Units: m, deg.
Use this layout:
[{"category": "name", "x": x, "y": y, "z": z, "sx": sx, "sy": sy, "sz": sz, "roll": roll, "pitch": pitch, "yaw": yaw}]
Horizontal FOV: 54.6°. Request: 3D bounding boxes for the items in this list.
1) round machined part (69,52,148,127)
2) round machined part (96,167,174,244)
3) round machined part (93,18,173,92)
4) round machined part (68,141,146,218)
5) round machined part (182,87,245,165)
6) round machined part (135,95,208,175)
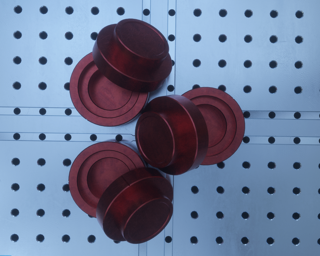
[{"category": "round machined part", "x": -0.063, "y": -0.050, "z": 0.403, "sx": 0.099, "sy": 0.042, "sz": 0.097, "roll": 0, "pitch": 90, "yaw": 0}, {"category": "round machined part", "x": -0.023, "y": 0.100, "z": 0.376, "sx": 0.099, "sy": 0.042, "sz": 0.097, "roll": -20, "pitch": 128, "yaw": -27}, {"category": "round machined part", "x": -0.028, "y": -0.094, "z": 0.377, "sx": 0.099, "sy": 0.042, "sz": 0.098, "roll": 16, "pitch": 49, "yaw": -20}, {"category": "round machined part", "x": -0.064, "y": 0.065, "z": 0.404, "sx": 0.099, "sy": 0.042, "sz": 0.097, "roll": 0, "pitch": 90, "yaw": 0}, {"category": "round machined part", "x": 0.057, "y": -0.003, "z": 0.405, "sx": 0.099, "sy": 0.042, "sz": 0.097, "roll": 0, "pitch": 90, "yaw": 0}, {"category": "round machined part", "x": 0.007, "y": 0.010, "z": 0.375, "sx": 0.042, "sy": 0.098, "sz": 0.098, "roll": -14, "pitch": 90, "yaw": -42}]
